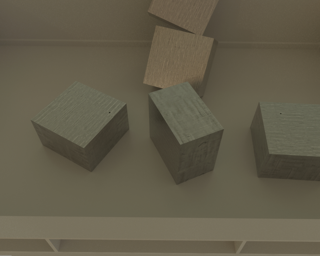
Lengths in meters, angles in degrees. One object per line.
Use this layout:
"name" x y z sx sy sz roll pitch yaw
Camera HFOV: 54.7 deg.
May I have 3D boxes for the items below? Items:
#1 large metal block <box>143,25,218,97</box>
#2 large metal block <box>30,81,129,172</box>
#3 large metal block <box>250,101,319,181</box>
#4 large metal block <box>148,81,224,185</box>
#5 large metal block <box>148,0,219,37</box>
"large metal block" 0.030 -0.093 0.439 0.080 0.079 0.050 17 14 13
"large metal block" -0.097 -0.004 0.391 0.080 0.050 0.080 25 54 19
"large metal block" 0.161 0.015 0.378 0.080 0.050 0.080 3 50 2
"large metal block" 0.026 0.006 0.365 0.050 0.080 0.080 -19 53 -16
"large metal block" 0.037 -0.181 0.433 0.080 0.080 0.050 23 13 -6
